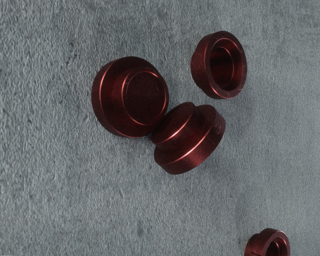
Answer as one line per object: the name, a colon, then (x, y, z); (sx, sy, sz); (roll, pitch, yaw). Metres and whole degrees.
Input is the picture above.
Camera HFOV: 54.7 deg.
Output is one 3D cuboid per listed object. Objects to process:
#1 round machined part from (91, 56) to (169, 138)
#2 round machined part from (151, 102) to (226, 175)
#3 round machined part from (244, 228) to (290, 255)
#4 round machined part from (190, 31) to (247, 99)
round machined part: (-0.028, -0.037, 0.370); (0.099, 0.042, 0.097); (0, 90, -40)
round machined part: (0.028, 0.006, 0.381); (0.042, 0.098, 0.098); (45, 63, -21)
round machined part: (0.187, 0.227, 0.551); (0.099, 0.042, 0.097); (0, 90, -40)
round machined part: (0.084, -0.091, 0.464); (0.099, 0.042, 0.097); (0, 90, -40)
